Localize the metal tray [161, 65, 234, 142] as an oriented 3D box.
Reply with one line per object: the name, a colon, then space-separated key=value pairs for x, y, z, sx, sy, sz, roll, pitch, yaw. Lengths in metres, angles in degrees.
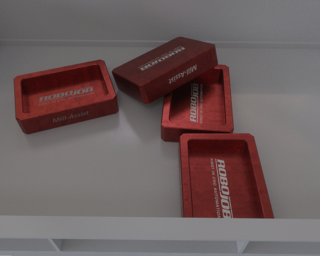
metal tray: x=0.052 y=-0.038 z=0.433 sx=0.091 sy=0.030 sz=0.130 roll=4 pitch=50 yaw=3

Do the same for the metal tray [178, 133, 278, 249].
metal tray: x=0.069 y=0.065 z=0.347 sx=0.091 sy=0.030 sz=0.130 roll=0 pitch=50 yaw=0

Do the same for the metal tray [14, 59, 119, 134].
metal tray: x=-0.133 y=-0.048 z=0.440 sx=0.131 sy=0.030 sz=0.090 roll=-14 pitch=52 yaw=-12

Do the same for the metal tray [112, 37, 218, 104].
metal tray: x=0.007 y=-0.089 z=0.451 sx=0.131 sy=0.030 sz=0.090 roll=-31 pitch=36 yaw=-20
